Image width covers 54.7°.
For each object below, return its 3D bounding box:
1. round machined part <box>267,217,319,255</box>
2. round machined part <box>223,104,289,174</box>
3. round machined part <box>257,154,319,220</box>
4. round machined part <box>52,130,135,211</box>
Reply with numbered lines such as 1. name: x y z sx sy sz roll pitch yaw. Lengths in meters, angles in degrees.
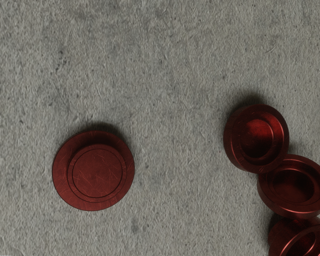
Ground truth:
1. round machined part: 0.202 0.168 0.462 0.099 0.042 0.097 -10 118 -19
2. round machined part: 0.134 0.015 0.449 0.099 0.042 0.097 0 90 -20
3. round machined part: 0.192 0.089 0.452 0.099 0.098 0.042 -28 140 -18
4. round machined part: -0.078 0.051 0.371 0.099 0.042 0.097 0 90 -20
